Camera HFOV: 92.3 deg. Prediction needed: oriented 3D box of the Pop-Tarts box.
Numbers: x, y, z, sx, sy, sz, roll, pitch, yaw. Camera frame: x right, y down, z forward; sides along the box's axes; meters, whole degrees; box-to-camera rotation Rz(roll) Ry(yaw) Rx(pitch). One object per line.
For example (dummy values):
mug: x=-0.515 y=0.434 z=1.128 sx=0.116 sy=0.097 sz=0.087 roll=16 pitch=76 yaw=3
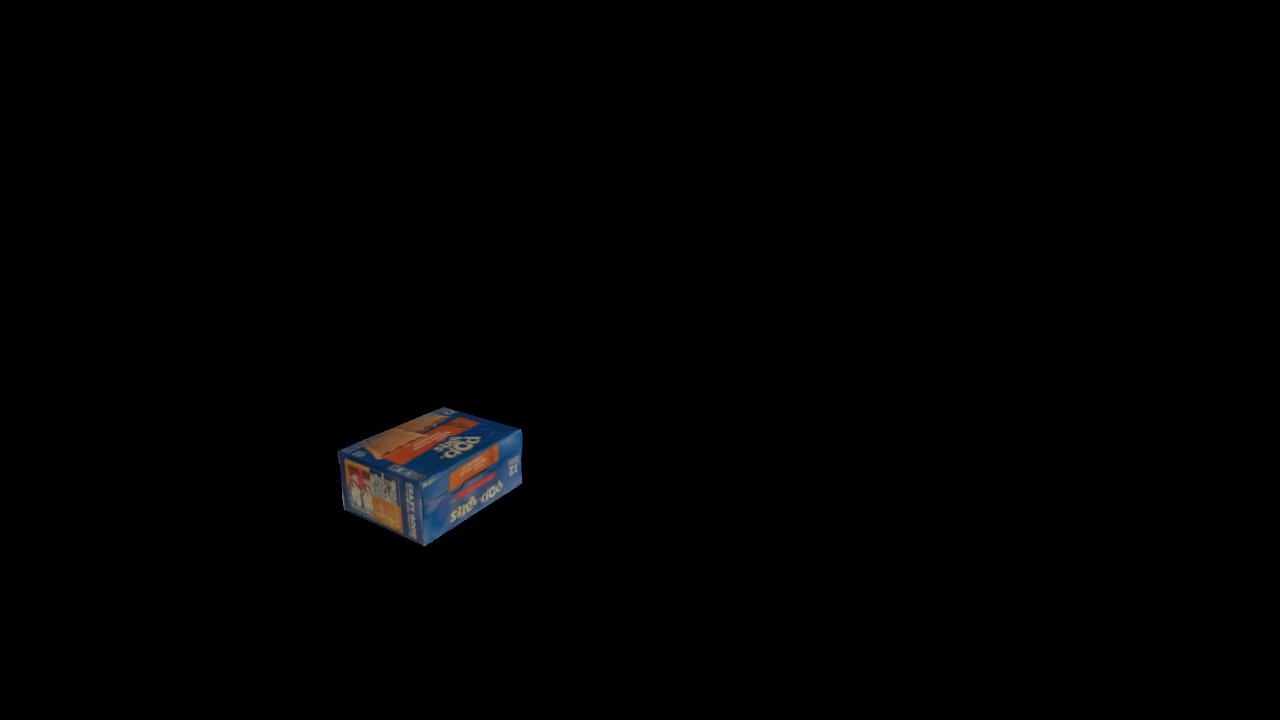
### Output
Pop-Tarts box: x=-0.253 y=0.134 z=0.760 sx=0.141 sy=0.083 sz=0.167 roll=12 pitch=21 yaw=28
